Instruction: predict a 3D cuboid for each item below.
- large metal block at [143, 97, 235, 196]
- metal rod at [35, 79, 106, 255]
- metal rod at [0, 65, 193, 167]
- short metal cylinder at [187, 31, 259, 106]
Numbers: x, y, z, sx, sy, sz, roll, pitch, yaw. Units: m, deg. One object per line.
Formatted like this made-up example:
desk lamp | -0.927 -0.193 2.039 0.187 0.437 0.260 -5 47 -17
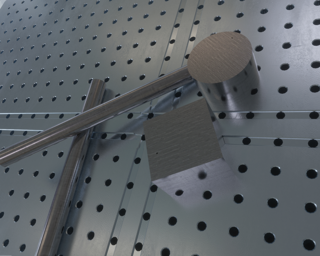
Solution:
large metal block | 0.032 0.023 0.362 0.080 0.050 0.080 -21 54 15
metal rod | -0.124 0.059 0.436 0.025 0.025 0.299 -4 60 26
metal rod | -0.090 -0.017 0.439 0.301 0.025 0.025 -24 53 2
short metal cylinder | 0.081 -0.075 0.396 0.080 0.050 0.080 -13 56 21
